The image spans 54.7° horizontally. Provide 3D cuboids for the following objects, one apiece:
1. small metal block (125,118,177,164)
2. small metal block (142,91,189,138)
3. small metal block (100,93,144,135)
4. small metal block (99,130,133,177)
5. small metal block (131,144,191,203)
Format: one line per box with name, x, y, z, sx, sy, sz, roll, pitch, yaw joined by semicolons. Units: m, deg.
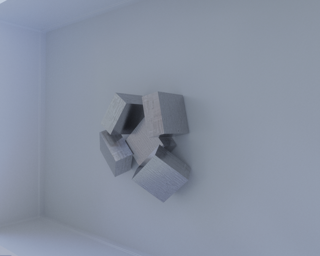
small metal block;-0.014;0.021;0.413;0.050;0.025;0.050;-49;61;28
small metal block;0.007;-0.015;0.380;0.025;0.050;0.050;-14;81;38
small metal block;-0.045;-0.019;0.423;0.025;0.050;0.050;44;116;31
small metal block;-0.063;0.034;0.439;0.050;0.025;0.050;56;155;24
small metal block;0.002;0.057;0.384;0.050;0.025;0.050;38;119;-8
